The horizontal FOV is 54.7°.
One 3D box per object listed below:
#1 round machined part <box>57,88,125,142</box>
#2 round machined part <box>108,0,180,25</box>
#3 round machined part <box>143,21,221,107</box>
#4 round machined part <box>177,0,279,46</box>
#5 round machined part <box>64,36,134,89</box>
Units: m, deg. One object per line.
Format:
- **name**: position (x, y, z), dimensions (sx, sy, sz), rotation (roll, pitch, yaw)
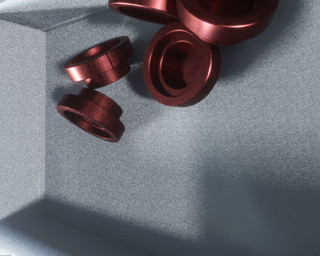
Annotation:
- **round machined part**: position (-0.093, -0.021, 0.443), dimensions (0.098, 0.098, 0.042), rotation (12, 67, 39)
- **round machined part**: position (-0.008, -0.153, 0.365), dimensions (0.098, 0.099, 0.042), rotation (20, 103, 38)
- **round machined part**: position (0.029, -0.073, 0.370), dimensions (0.098, 0.042, 0.097), rotation (0, 90, 39)
- **round machined part**: position (0.066, -0.124, 0.317), dimensions (0.098, 0.099, 0.042), rotation (58, 166, 24)
- **round machined part**: position (-0.080, -0.089, 0.436), dimensions (0.098, 0.098, 0.042), rotation (0, 125, 39)
